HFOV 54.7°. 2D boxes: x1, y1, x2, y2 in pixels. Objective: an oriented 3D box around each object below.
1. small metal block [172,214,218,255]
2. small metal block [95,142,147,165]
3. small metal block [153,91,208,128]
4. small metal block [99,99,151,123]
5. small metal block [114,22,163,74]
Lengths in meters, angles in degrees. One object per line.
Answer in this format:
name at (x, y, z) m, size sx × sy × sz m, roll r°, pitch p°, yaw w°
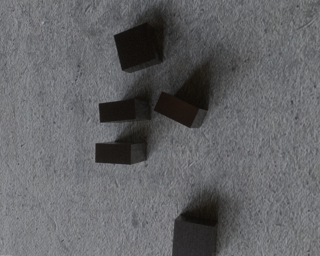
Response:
small metal block at (0.045, 0.142, 0.393) m, size 0.050 × 0.025 × 0.050 m, roll 5°, pitch 92°, yaw 20°
small metal block at (-0.051, 0.032, 0.414) m, size 0.050 × 0.050 × 0.025 m, roll 1°, pitch 91°, yaw 20°
small metal block at (0.027, -0.022, 0.386) m, size 0.050 × 0.050 × 0.025 m, roll 27°, pitch 99°, yaw 18°
small metal block at (-0.046, -0.021, 0.412) m, size 0.050 × 0.050 × 0.025 m, roll -5°, pitch 88°, yaw 20°
small metal block at (-0.030, -0.107, 0.419) m, size 0.050 × 0.025 × 0.050 m, roll -15°, pitch 85°, yaw 19°
